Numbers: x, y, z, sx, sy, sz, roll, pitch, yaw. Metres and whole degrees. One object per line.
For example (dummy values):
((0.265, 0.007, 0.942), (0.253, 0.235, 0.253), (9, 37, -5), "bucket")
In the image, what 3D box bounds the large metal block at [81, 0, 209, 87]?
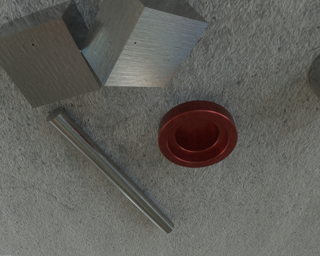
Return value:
((-0.015, -0.086, 0.293), (0.081, 0.050, 0.080), (-7, 142, -45), "large metal block")

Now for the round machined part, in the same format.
((0.047, 0.003, 0.400), (0.099, 0.042, 0.097), (-1, 130, 0), "round machined part")

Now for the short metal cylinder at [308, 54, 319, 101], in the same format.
((0.218, -0.054, 0.348), (0.081, 0.050, 0.079), (0, 130, 0), "short metal cylinder")

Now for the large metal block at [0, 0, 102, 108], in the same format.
((-0.113, -0.076, 0.325), (0.080, 0.050, 0.080), (-14, 129, 11), "large metal block")

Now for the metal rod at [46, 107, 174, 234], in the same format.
((-0.060, 0.081, 0.475), (0.025, 0.025, 0.300), (-24, 127, 18), "metal rod")
